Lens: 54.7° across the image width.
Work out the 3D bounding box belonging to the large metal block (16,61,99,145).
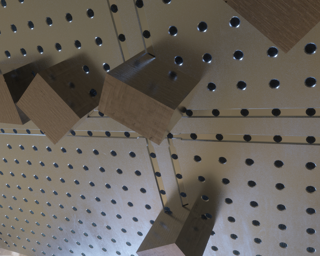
[{"bbox_3d":[-0.147,-0.035,0.448,0.080,0.050,0.080,48,128,-6],"label":"large metal block"}]

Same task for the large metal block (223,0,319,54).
[{"bbox_3d":[0.108,-0.125,0.260,0.080,0.050,0.080,41,129,0],"label":"large metal block"}]

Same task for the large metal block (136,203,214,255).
[{"bbox_3d":[0.024,0.167,0.465,0.080,0.080,0.050,-30,102,37],"label":"large metal block"}]

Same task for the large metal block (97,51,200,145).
[{"bbox_3d":[-0.011,-0.038,0.357,0.080,0.080,0.050,29,128,9],"label":"large metal block"}]

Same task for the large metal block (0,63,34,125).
[{"bbox_3d":[-0.238,-0.054,0.484,0.080,0.050,0.079,5,121,25],"label":"large metal block"}]
